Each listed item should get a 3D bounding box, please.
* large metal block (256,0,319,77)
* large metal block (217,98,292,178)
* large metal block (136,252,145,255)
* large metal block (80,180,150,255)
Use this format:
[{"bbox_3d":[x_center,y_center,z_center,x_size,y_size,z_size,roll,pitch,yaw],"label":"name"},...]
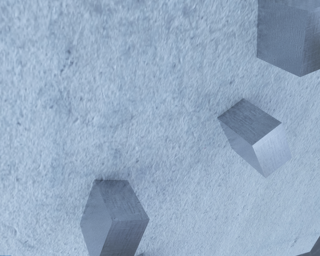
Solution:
[{"bbox_3d":[0.170,-0.122,0.391,0.050,0.080,0.080,-22,127,-16],"label":"large metal block"},{"bbox_3d":[0.140,0.014,0.459,0.050,0.080,0.080,-37,130,-4],"label":"large metal block"},{"bbox_3d":[-0.032,0.279,0.528,0.050,0.080,0.079,-18,126,-19],"label":"large metal block"},{"bbox_3d":[-0.064,0.126,0.416,0.050,0.080,0.079,8,115,-32],"label":"large metal block"}]
